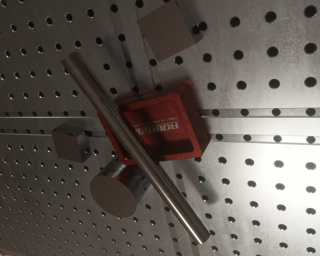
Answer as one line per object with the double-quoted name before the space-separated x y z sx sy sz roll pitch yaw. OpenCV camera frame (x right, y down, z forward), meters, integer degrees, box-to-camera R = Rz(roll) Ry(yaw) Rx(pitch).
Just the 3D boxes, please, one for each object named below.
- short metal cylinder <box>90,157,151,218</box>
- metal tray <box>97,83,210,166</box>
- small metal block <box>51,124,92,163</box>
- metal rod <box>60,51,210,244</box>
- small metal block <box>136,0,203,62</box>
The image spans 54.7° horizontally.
"short metal cylinder" -0.060 0.092 0.482 0.080 0.050 0.079 13 124 20
"metal tray" -0.010 0.000 0.411 0.130 0.030 0.090 -10 113 32
"small metal block" -0.142 0.025 0.499 0.050 0.025 0.050 10 123 22
"metal rod" -0.025 0.033 0.403 0.025 0.025 0.299 -26 105 37
"small metal block" 0.011 -0.107 0.338 0.050 0.025 0.050 -19 109 35
